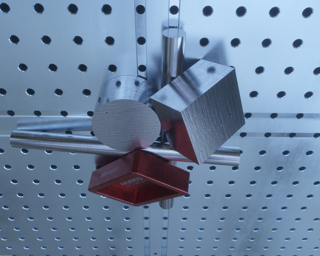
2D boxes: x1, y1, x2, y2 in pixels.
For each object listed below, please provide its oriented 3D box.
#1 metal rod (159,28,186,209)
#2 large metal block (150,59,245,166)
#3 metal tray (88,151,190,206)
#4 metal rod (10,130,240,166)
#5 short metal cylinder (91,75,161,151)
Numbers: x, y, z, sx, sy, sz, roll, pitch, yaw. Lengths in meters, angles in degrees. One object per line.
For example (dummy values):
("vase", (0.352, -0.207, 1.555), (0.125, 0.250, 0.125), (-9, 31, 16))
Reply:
("metal rod", (0.013, 0.013, 0.423), (0.025, 0.025, 0.298), (0, 131, -1))
("large metal block", (0.046, -0.019, 0.353), (0.080, 0.050, 0.080), (-39, 131, -20))
("metal tray", (-0.033, 0.077, 0.440), (0.090, 0.030, 0.130), (27, 146, -28))
("metal rod", (-0.049, 0.026, 0.411), (0.302, 0.025, 0.025), (4, 130, 5))
("short metal cylinder", (-0.039, -0.017, 0.380), (0.081, 0.050, 0.079), (0, 130, 0))
